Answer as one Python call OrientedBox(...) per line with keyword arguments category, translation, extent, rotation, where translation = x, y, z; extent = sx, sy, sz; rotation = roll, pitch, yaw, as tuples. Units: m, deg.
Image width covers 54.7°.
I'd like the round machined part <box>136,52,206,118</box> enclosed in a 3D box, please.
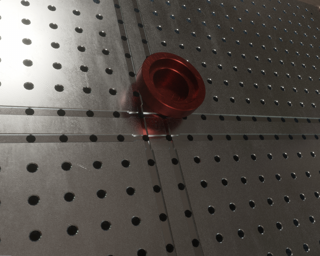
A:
OrientedBox(category="round machined part", translation=(0.012, -0.056, 0.439), extent=(0.099, 0.042, 0.098), rotation=(14, 56, -21))
